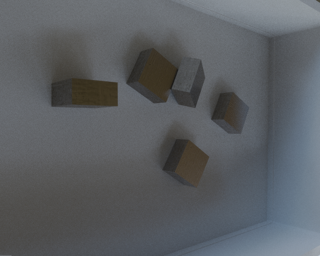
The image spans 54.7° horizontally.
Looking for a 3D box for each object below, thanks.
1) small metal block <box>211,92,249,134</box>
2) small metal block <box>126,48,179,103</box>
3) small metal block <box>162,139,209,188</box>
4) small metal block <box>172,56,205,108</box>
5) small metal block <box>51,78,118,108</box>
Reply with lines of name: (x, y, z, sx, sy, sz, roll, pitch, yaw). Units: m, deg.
small metal block: (0.116, -0.024, 0.507, 0.050, 0.025, 0.050, 34, 69, -35)
small metal block: (-0.008, -0.066, 0.401, 0.050, 0.025, 0.050, 34, 69, -35)
small metal block: (0.038, 0.050, 0.441, 0.050, 0.025, 0.050, 39, 66, -33)
small metal block: (0.041, -0.062, 0.428, 0.050, 0.025, 0.050, 55, 51, -65)
small metal block: (-0.079, -0.035, 0.325, 0.050, 0.050, 0.025, -1, 91, -40)
